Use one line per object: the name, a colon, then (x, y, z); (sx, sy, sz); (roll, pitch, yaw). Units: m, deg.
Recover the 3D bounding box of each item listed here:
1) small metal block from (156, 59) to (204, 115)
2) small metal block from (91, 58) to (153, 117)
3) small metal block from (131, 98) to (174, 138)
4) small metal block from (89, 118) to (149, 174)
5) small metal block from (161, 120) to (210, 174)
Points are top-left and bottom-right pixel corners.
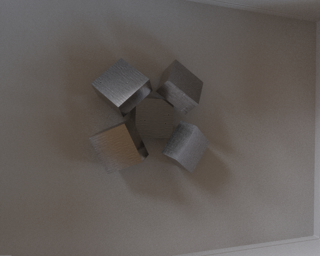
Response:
small metal block: (0.027, -0.054, 0.405); (0.050, 0.025, 0.050); (37, 41, -17)
small metal block: (-0.046, -0.050, 0.378); (0.050, 0.025, 0.050); (40, 75, 23)
small metal block: (-0.011, -0.012, 0.404); (0.050, 0.025, 0.050); (2, 90, -20)
small metal block: (-0.049, 0.022, 0.378); (0.050, 0.025, 0.050); (-21, 99, 19)
small metal block: (0.035, 0.026, 0.409); (0.050, 0.025, 0.050); (-58, 141, -11)
